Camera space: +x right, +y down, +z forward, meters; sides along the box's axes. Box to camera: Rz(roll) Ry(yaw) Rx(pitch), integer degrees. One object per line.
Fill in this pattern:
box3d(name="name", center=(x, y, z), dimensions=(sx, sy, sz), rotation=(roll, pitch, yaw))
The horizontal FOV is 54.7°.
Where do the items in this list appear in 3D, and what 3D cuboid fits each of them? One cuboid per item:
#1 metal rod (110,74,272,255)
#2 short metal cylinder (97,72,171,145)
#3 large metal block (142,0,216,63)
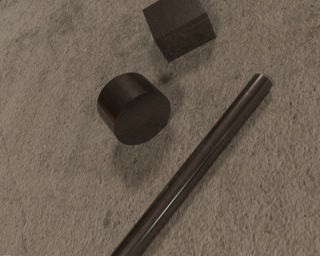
box3d(name="metal rod", center=(0.029, 0.057, 0.352), dimensions=(0.025, 0.025, 0.300), rotation=(33, 80, 38))
box3d(name="short metal cylinder", center=(-0.034, -0.024, 0.400), dimensions=(0.080, 0.080, 0.050), rotation=(-42, 51, -1))
box3d(name="large metal block", center=(0.028, -0.159, 0.469), dimensions=(0.080, 0.050, 0.080), rotation=(-26, 53, 11))
